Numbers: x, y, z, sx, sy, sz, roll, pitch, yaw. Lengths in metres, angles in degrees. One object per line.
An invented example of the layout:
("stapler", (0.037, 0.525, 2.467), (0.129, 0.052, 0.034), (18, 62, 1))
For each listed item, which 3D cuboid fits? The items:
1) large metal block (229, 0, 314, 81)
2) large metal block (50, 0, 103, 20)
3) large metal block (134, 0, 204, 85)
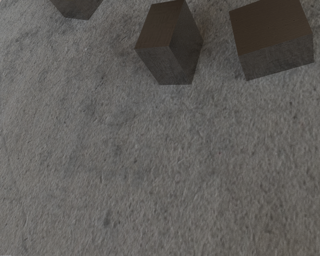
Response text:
("large metal block", (0.137, -0.115, 0.386), (0.080, 0.050, 0.080), (-14, 56, 20))
("large metal block", (-0.167, -0.274, 0.641), (0.080, 0.050, 0.080), (20, 72, 35))
("large metal block", (0.016, -0.116, 0.430), (0.050, 0.080, 0.080), (3, 63, 29))
